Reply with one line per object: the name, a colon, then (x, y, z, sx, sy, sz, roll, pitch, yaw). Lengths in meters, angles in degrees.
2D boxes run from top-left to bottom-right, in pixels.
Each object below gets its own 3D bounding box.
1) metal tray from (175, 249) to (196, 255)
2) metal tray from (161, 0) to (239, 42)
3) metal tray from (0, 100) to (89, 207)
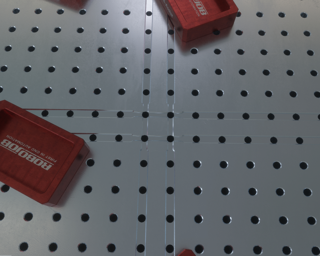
metal tray: (0.009, 0.207, 0.333, 0.130, 0.030, 0.090, -36, 74, -12)
metal tray: (0.051, -0.206, 0.484, 0.090, 0.030, 0.130, -22, 72, -8)
metal tray: (-0.170, 0.031, 0.397, 0.130, 0.030, 0.090, 26, 72, 9)
